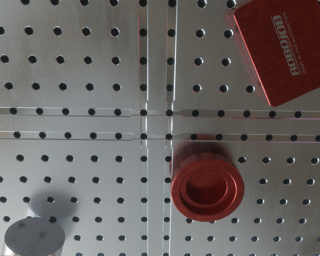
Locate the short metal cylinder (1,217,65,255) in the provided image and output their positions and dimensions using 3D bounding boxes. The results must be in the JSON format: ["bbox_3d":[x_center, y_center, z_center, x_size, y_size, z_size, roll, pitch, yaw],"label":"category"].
[{"bbox_3d":[-0.183,0.175,0.447,0.080,0.080,0.050,16,109,-6],"label":"short metal cylinder"}]

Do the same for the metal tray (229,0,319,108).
[{"bbox_3d":[0.150,-0.101,0.375,0.090,0.030,0.130,-26,108,9],"label":"metal tray"}]

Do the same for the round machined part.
[{"bbox_3d":[0.064,0.078,0.434,0.099,0.042,0.097,0,110,0],"label":"round machined part"}]
